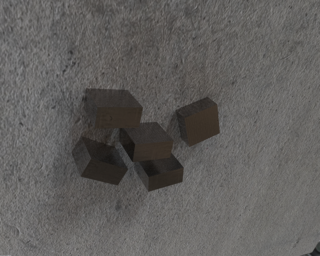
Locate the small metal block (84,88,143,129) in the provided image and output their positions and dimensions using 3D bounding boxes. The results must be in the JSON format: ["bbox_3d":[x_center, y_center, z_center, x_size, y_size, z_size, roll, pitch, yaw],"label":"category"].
[{"bbox_3d":[-0.054,-0.023,0.347,0.050,0.050,0.025,-1,119,-28],"label":"small metal block"}]

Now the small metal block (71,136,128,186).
[{"bbox_3d":[-0.073,0.040,0.375,0.050,0.050,0.025,23,106,-37],"label":"small metal block"}]

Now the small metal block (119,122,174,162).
[{"bbox_3d":[-0.018,0.016,0.390,0.050,0.050,0.025,-4,121,-26],"label":"small metal block"}]

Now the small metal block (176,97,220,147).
[{"bbox_3d":[0.053,-0.009,0.431,0.050,0.025,0.050,-23,127,-14],"label":"small metal block"}]

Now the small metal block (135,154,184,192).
[{"bbox_3d":[-0.002,0.056,0.424,0.050,0.050,0.025,-12,124,-22],"label":"small metal block"}]
